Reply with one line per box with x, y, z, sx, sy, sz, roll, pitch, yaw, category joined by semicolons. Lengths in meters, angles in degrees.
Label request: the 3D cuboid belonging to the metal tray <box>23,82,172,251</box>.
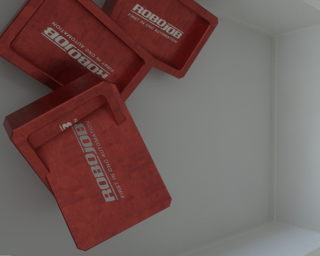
-0.058;0.032;0.290;0.091;0.030;0.130;-25;83;-15;metal tray

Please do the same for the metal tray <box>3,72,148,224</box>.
-0.071;0.024;0.296;0.090;0.030;0.129;-33;130;-18;metal tray

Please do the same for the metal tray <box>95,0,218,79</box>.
-0.002;-0.123;0.371;0.131;0.030;0.090;18;113;-39;metal tray

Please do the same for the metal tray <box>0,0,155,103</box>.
-0.080;-0.075;0.312;0.130;0.030;0.090;37;93;-34;metal tray
